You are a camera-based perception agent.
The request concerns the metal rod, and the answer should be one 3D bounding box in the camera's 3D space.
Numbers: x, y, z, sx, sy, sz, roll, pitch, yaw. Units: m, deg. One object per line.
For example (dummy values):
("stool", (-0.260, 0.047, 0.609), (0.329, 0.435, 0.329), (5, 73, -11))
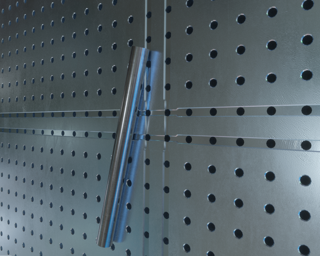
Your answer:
("metal rod", (-0.056, 0.033, 0.453), (0.025, 0.025, 0.298), (19, 102, 38))
